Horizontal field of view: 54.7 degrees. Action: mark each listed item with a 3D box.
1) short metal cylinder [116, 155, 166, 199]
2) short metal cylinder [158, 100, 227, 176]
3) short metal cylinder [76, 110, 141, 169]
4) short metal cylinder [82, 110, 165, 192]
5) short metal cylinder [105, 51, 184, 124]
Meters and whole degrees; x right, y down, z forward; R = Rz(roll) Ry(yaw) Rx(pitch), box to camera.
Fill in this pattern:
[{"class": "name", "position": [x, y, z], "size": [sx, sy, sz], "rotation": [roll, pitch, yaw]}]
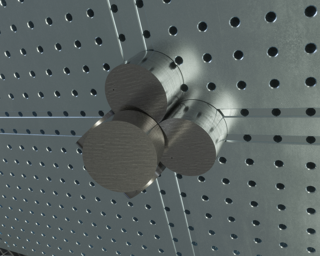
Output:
[{"class": "short metal cylinder", "position": [-0.032, 0.049, 0.421], "size": [0.050, 0.080, 0.080], "rotation": [47, 129, -5]}, {"class": "short metal cylinder", "position": [0.037, 0.012, 0.381], "size": [0.080, 0.050, 0.079], "rotation": [13, 124, 20]}, {"class": "short metal cylinder", "position": [-0.065, 0.012, 0.415], "size": [0.050, 0.080, 0.080], "rotation": [47, 129, -5]}, {"class": "short metal cylinder", "position": [-0.038, 0.024, 0.345], "size": [0.080, 0.050, 0.079], "rotation": [2, 106, 9]}, {"class": "short metal cylinder", "position": [-0.018, -0.047, 0.373], "size": [0.080, 0.050, 0.079], "rotation": [13, 124, 20]}]
